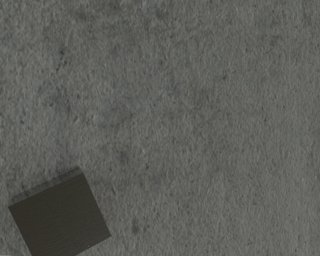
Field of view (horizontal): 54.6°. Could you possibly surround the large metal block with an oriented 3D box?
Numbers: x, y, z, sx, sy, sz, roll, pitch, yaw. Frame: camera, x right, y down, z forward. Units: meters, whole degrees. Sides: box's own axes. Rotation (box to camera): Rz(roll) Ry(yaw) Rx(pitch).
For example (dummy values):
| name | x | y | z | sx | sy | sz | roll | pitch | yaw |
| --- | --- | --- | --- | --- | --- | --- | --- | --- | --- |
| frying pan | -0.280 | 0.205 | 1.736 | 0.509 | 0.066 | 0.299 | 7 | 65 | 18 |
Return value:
| name | x | y | z | sx | sy | sz | roll | pitch | yaw |
| --- | --- | --- | --- | --- | --- | --- | --- | --- | --- |
| large metal block | -0.113 | 0.101 | 0.354 | 0.080 | 0.050 | 0.080 | -24 | 98 | -18 |
